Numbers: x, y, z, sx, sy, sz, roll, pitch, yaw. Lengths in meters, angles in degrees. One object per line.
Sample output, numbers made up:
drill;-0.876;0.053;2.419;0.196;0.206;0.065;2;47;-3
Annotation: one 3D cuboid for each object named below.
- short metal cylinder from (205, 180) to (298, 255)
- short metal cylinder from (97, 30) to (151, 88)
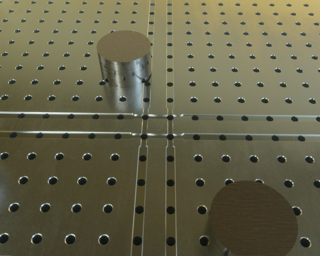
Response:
short metal cylinder;0.087;0.100;0.308;0.081;0.050;0.080;0;50;0
short metal cylinder;-0.054;-0.108;0.481;0.081;0.050;0.080;0;50;0
